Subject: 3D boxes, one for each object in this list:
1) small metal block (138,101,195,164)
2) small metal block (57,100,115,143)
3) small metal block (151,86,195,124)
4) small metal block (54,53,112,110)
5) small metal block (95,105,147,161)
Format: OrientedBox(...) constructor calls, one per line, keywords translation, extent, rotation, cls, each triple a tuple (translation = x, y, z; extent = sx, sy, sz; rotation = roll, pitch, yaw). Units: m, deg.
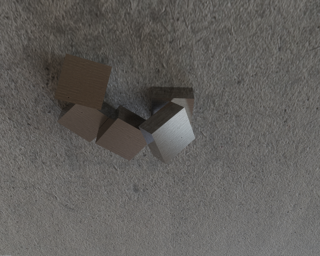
OrientedBox(translation=(0.010, 0.005, 0.364), extent=(0.050, 0.025, 0.050), rotation=(-40, 131, -20), cls="small metal block")
OrientedBox(translation=(-0.092, -0.016, 0.394), extent=(0.050, 0.025, 0.050), rotation=(-37, 122, 27), cls="small metal block")
OrientedBox(translation=(0.014, -0.024, 0.388), extent=(0.050, 0.025, 0.050), rotation=(1, 130, -2), cls="small metal block")
OrientedBox(translation=(-0.086, -0.051, 0.349), extent=(0.050, 0.025, 0.050), rotation=(14, 92, -13), cls="small metal block")
OrientedBox(translation=(-0.043, 0.007, 0.380), extent=(0.050, 0.025, 0.050), rotation=(30, 124, -24), cls="small metal block")
